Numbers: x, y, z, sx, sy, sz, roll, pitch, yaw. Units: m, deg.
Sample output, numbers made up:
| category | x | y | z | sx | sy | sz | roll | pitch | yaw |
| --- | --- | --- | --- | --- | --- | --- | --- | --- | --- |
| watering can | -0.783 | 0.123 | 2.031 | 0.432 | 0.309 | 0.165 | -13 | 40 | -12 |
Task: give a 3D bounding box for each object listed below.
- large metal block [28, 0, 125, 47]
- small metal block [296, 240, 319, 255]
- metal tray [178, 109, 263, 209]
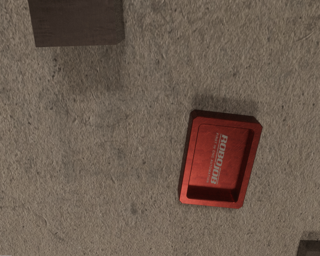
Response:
| category | x | y | z | sx | sy | sz | roll | pitch | yaw |
| --- | --- | --- | --- | --- | --- | --- | --- | --- | --- |
| large metal block | -0.084 | -0.118 | 0.336 | 0.081 | 0.080 | 0.050 | -2 | 110 | 0 |
| small metal block | 0.247 | 0.206 | 0.490 | 0.050 | 0.025 | 0.050 | 2 | 110 | -1 |
| metal tray | 0.078 | 0.044 | 0.424 | 0.091 | 0.030 | 0.129 | 6 | 110 | -3 |
